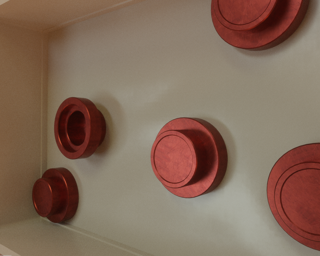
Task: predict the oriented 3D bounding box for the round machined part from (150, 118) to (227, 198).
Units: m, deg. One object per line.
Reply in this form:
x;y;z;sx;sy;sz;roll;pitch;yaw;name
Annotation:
0.027;0.036;0.373;0.098;0.042;0.097;0;90;40;round machined part

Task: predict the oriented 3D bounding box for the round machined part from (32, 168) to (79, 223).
-0.193;0.121;0.555;0.098;0.042;0.097;0;90;40;round machined part

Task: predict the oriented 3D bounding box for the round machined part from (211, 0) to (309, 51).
0.094;-0.130;0.313;0.098;0.042;0.097;5;98;39;round machined part

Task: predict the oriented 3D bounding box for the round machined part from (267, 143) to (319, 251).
0.144;0.062;0.277;0.098;0.042;0.097;0;90;40;round machined part

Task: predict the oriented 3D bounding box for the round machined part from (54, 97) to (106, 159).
-0.125;0.000;0.499;0.098;0.042;0.097;0;90;40;round machined part
